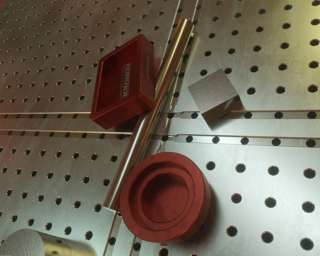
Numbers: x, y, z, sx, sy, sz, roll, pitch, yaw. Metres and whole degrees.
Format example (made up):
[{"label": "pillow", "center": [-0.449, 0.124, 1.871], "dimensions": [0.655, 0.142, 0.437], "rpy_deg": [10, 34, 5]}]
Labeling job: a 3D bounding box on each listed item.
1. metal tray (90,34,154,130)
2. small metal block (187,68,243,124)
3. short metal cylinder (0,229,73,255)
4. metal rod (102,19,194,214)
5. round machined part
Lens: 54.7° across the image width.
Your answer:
[{"label": "metal tray", "center": [-0.053, -0.070, 0.455], "dimensions": [0.090, 0.030, 0.130], "rpy_deg": [-24, 47, 27]}, {"label": "small metal block", "center": [0.070, -0.041, 0.396], "dimensions": [0.050, 0.025, 0.050], "rpy_deg": [-28, 52, 10]}, {"label": "short metal cylinder", "center": [-0.152, 0.166, 0.368], "dimensions": [0.080, 0.050, 0.080], "rpy_deg": [-13, 56, 20]}, {"label": "metal rod", "center": [-0.009, -0.031, 0.430], "dimensions": [0.025, 0.025, 0.300], "rpy_deg": [7, 65, 31]}, {"label": "round machined part", "center": [0.009, 0.079, 0.343], "dimensions": [0.098, 0.042, 0.098], "rpy_deg": [-13, 56, 20]}]
